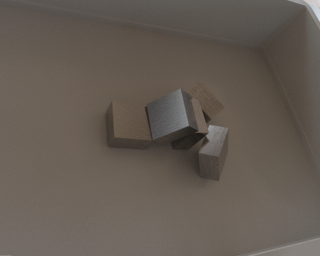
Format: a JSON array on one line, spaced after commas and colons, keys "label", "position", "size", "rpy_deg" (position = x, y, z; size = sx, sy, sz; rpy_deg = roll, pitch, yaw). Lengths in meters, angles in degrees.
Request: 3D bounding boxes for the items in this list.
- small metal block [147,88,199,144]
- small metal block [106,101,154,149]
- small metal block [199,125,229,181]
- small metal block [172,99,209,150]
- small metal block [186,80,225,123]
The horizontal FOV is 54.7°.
[{"label": "small metal block", "position": [0.015, -0.013, 0.382], "size": [0.025, 0.050, 0.050], "rpy_deg": [26, 48, -54]}, {"label": "small metal block", "position": [-0.038, -0.003, 0.385], "size": [0.050, 0.025, 0.050], "rpy_deg": [6, 59, -25]}, {"label": "small metal block", "position": [0.071, 0.033, 0.404], "size": [0.025, 0.050, 0.050], "rpy_deg": [11, 48, 20]}, {"label": "small metal block", "position": [0.034, -0.004, 0.411], "size": [0.025, 0.050, 0.050], "rpy_deg": [1, 61, -28]}, {"label": "small metal block", "position": [0.060, -0.035, 0.440], "size": [0.025, 0.050, 0.050], "rpy_deg": [-41, 85, -7]}]
